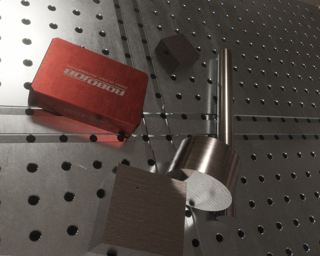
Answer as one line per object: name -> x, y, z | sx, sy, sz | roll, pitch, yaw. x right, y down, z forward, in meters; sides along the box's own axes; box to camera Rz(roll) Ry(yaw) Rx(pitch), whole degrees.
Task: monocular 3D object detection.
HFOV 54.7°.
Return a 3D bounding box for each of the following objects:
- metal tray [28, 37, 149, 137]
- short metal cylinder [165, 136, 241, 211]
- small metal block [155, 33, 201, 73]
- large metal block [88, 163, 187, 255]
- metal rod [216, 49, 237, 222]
metal tray -> -0.085, -0.051, 0.392 | 0.131, 0.030, 0.090 | 20, 54, -17
short metal cylinder -> 0.051, 0.055, 0.369 | 0.080, 0.080, 0.050 | 33, 51, -7
small metal block -> 0.029, -0.121, 0.500 | 0.050, 0.025, 0.050 | -28, 77, -38
large metal block -> -0.021, 0.092, 0.326 | 0.081, 0.050, 0.080 | 19, 54, -18
metal rod -> 0.099, -0.010, 0.469 | 0.025, 0.025, 0.300 | 20, 54, -17
